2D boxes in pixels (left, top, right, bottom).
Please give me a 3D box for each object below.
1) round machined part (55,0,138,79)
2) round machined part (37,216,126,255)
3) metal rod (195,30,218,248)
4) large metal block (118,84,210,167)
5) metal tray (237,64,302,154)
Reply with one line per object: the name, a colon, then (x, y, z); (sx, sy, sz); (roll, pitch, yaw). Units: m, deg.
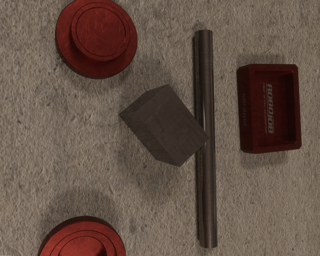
round machined part: (-0.074, -0.110, 0.373); (0.099, 0.042, 0.097); (0, 90, -21)
round machined part: (-0.093, 0.152, 0.366); (0.099, 0.042, 0.097); (0, 90, -21)
metal rod: (0.065, 0.015, 0.434); (0.025, 0.025, 0.298); (-2, 91, -20)
large metal block: (0.002, -0.003, 0.381); (0.050, 0.080, 0.080); (-42, 104, -15)
metal tray: (0.166, -0.030, 0.469); (0.091, 0.030, 0.129); (-4, 91, -20)
